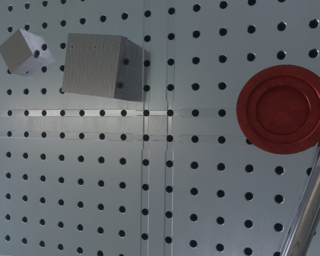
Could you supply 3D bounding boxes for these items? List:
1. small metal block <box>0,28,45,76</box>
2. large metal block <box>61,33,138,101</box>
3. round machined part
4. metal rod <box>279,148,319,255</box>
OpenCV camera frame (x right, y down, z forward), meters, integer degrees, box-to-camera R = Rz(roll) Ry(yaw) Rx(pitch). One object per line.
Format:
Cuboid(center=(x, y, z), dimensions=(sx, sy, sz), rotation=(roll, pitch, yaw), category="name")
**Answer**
Cuboid(center=(-0.220, -0.119, 0.490), dimensions=(0.050, 0.025, 0.050), rotation=(-33, 79, 17), category="small metal block")
Cuboid(center=(-0.082, -0.083, 0.428), dimensions=(0.080, 0.050, 0.079), rotation=(9, 93, 19), category="large metal block")
Cuboid(center=(0.140, -0.020, 0.354), dimensions=(0.098, 0.042, 0.097), rotation=(0, 90, 20), category="round machined part")
Cuboid(center=(0.160, 0.124, 0.355), dimensions=(0.025, 0.025, 0.298), rotation=(20, 96, 19), category="metal rod")
